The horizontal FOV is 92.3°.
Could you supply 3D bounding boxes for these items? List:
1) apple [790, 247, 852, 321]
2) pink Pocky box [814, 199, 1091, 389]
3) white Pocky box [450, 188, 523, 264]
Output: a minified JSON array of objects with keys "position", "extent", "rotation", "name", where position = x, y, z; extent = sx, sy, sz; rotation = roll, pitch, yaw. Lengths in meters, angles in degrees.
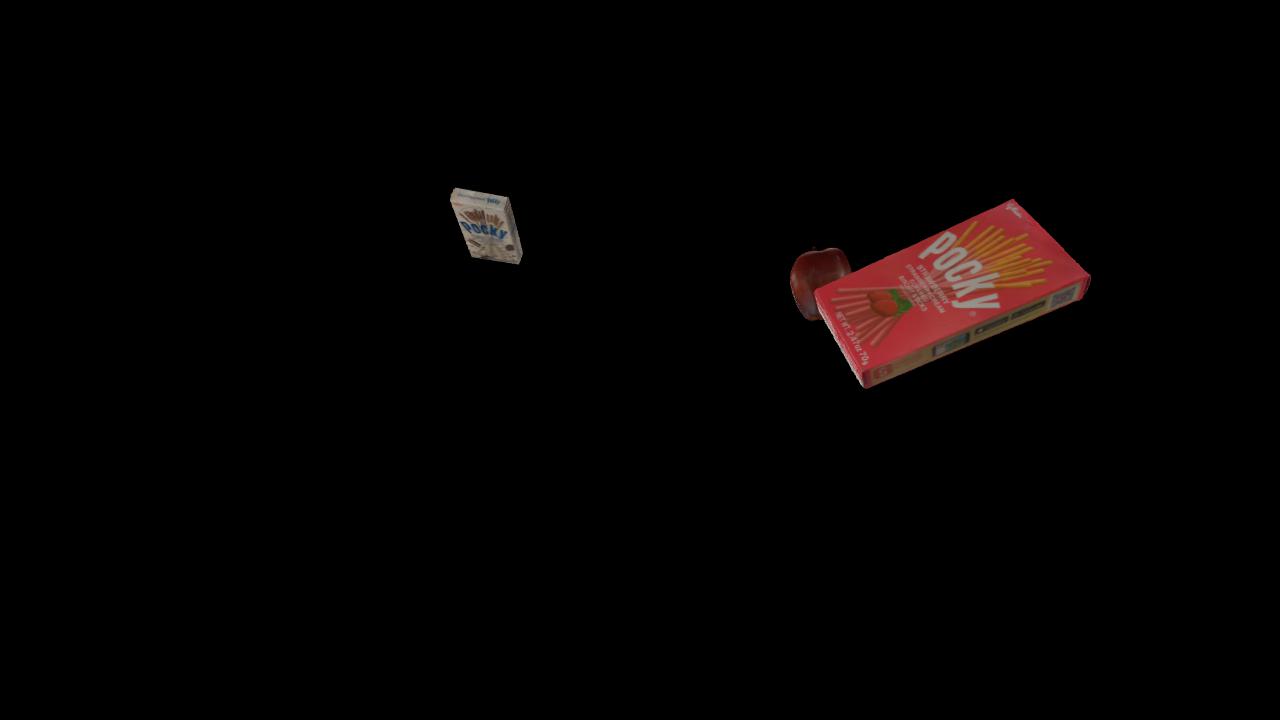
[{"position":[0.227,-0.097,0.770],"extent":[0.079,0.093,0.079],"rotation":[-6,-3,0],"name":"apple"},{"position":[0.212,-0.047,0.435],"extent":[0.155,0.084,0.029],"rotation":[-24,-38,10],"name":"pink Pocky box"},{"position":[-0.234,-0.204,0.955],"extent":[0.084,0.028,0.154],"rotation":[10,-22,1],"name":"white Pocky box"}]
